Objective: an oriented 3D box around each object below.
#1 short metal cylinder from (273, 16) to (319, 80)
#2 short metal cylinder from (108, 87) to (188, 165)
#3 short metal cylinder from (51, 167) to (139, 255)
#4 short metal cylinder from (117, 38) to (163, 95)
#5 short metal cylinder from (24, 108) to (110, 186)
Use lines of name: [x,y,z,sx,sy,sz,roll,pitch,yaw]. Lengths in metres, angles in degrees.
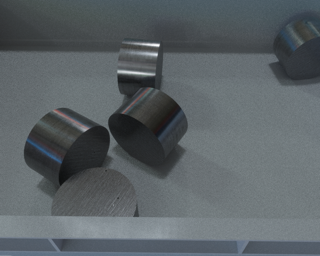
short metal cylinder: [0.222,-0.120,0.472,0.081,0.080,0.050,-7,51,-6]
short metal cylinder: [-0.014,-0.002,0.371,0.080,0.080,0.050,27,55,20]
short metal cylinder: [-0.063,0.087,0.315,0.080,0.050,0.080,0,50,0]
short metal cylinder: [-0.026,-0.085,0.441,0.050,0.080,0.080,6,50,5]
short metal cylinder: [-0.102,0.024,0.349,0.050,0.080,0.080,26,55,20]
